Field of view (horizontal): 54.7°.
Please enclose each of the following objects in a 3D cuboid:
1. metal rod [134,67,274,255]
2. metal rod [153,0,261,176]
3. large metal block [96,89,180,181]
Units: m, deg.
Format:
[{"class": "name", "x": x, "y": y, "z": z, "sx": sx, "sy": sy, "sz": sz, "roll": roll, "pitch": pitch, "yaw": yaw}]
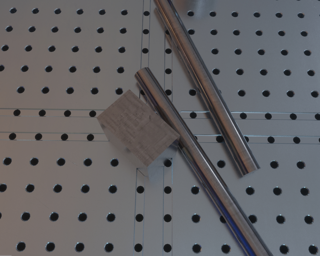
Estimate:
[{"class": "metal rod", "x": 0.051, "y": 0.043, "z": 0.396, "sx": 0.025, "sy": 0.025, "sz": 0.299, "roll": -29, "pitch": 73, "yaw": -10}, {"class": "metal rod", "x": 0.059, "y": -0.074, "z": 0.439, "sx": 0.025, "sy": 0.025, "sz": 0.299, "roll": -21, "pitch": 72, "yaw": -8}, {"class": "large metal block", "x": -0.024, "y": 0.012, "z": 0.378, "sx": 0.080, "sy": 0.080, "sz": 0.050, "roll": 43, "pitch": 75, "yaw": 13}]
